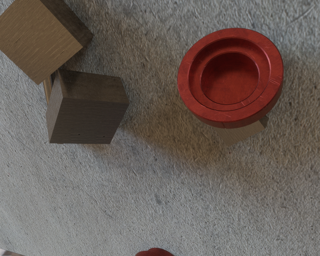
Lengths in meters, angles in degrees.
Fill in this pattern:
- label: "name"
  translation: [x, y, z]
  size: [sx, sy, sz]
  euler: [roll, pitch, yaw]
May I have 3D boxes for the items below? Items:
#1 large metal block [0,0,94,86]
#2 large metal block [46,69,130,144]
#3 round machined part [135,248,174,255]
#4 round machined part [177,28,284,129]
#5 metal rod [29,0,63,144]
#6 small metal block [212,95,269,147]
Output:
- label: "large metal block"
  translation: [-0.142, -0.113, 0.372]
  size: [0.080, 0.050, 0.080]
  euler: [-33, 115, 22]
- label: "large metal block"
  translation: [-0.096, -0.024, 0.399]
  size: [0.079, 0.081, 0.050]
  euler: [-58, 41, 39]
- label: "round machined part"
  translation: [-0.002, 0.255, 0.555]
  size: [0.098, 0.042, 0.097]
  euler: [13, 124, 21]
- label: "round machined part"
  translation: [0.070, -0.045, 0.308]
  size: [0.098, 0.098, 0.042]
  euler: [9, 167, 23]
- label: "metal rod"
  translation: [-0.155, -0.107, 0.422]
  size: [0.025, 0.025, 0.298]
  euler: [15, 125, 20]
- label: "small metal block"
  translation: [0.086, -0.013, 0.353]
  size: [0.050, 0.025, 0.050]
  euler: [-33, 100, 38]
